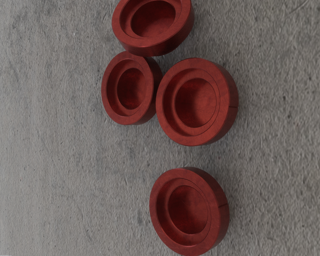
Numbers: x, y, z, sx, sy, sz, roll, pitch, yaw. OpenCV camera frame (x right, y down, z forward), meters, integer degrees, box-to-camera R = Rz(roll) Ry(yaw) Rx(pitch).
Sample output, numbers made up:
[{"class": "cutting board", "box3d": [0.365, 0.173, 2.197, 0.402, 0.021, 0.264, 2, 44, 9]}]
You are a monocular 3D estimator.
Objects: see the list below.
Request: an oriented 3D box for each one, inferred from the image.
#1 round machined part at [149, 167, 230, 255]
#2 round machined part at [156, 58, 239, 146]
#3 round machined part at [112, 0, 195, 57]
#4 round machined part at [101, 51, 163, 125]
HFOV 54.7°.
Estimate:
[{"class": "round machined part", "box3d": [0.038, 0.094, 0.363, 0.098, 0.042, 0.097, 0, 90, 40]}, {"class": "round machined part", "box3d": [0.046, -0.028, 0.356, 0.098, 0.042, 0.097, 0, 90, 40]}, {"class": "round machined part", "box3d": [-0.006, -0.128, 0.381, 0.098, 0.042, 0.098, -6, 66, 15]}, {"class": "round machined part", "box3d": [-0.032, -0.053, 0.420, 0.098, 0.042, 0.097, 0, 90, 40]}]
